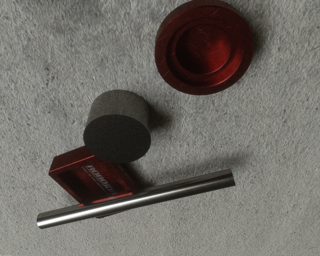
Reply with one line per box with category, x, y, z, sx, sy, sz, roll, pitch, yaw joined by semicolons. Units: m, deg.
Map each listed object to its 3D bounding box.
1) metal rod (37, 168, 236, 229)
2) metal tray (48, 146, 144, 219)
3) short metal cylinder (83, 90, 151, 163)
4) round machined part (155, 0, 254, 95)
metal rod;-0.041;0.107;0.457;0.301;0.025;0.025;-15;129;10
metal tray;-0.091;0.083;0.473;0.090;0.030;0.130;-21;128;16
short metal cylinder;-0.051;-0.001;0.389;0.081;0.050;0.079;0;130;0
round machined part;0.044;-0.086;0.324;0.099;0.042;0.097;-1;130;0
